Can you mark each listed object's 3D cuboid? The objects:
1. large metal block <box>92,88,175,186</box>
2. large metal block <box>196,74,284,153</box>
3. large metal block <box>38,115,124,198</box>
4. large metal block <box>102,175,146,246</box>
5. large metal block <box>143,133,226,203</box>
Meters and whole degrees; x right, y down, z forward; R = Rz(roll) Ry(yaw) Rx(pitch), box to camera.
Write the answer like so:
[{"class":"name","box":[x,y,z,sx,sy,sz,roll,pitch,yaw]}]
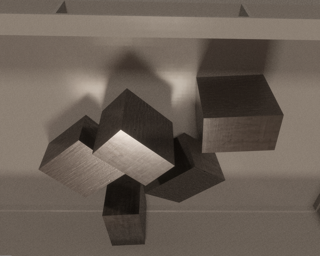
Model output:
[{"class":"large metal block","box":[-0.029,0.011,0.382,0.080,0.080,0.050,36,121,-27]},{"class":"large metal block","box":[0.085,-0.018,0.359,0.081,0.080,0.050,-2,130,1]},{"class":"large metal block","box":[-0.102,0.041,0.426,0.080,0.050,0.080,-33,123,24]},{"class":"large metal block","box":[-0.051,0.123,0.477,0.050,0.080,0.079,-3,130,2]},{"class":"large metal block","box":[0.030,0.058,0.427,0.080,0.050,0.080,-32,143,24]}]
